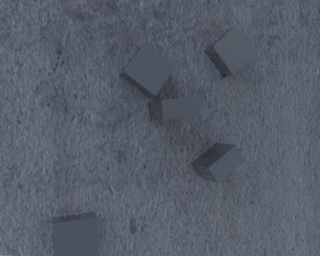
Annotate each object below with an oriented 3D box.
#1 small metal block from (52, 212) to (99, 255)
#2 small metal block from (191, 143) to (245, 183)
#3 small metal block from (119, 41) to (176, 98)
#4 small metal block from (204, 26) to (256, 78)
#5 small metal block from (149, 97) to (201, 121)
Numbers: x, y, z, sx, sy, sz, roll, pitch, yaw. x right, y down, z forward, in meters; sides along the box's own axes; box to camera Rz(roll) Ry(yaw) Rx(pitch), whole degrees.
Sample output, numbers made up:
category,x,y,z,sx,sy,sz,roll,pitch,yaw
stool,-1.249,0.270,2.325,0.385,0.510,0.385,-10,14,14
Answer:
category,x,y,z,sx,sy,sz,roll,pitch,yaw
small metal block,-0.102,0.132,0.372,0.050,0.025,0.050,-2,91,-20
small metal block,0.079,0.046,0.426,0.050,0.050,0.025,-36,102,-17
small metal block,-0.016,-0.075,0.404,0.050,0.025,0.050,37,78,-17
small metal block,0.101,-0.110,0.448,0.050,0.025,0.050,-43,104,-15
small metal block,0.018,-0.024,0.403,0.050,0.050,0.025,-5,92,-20
